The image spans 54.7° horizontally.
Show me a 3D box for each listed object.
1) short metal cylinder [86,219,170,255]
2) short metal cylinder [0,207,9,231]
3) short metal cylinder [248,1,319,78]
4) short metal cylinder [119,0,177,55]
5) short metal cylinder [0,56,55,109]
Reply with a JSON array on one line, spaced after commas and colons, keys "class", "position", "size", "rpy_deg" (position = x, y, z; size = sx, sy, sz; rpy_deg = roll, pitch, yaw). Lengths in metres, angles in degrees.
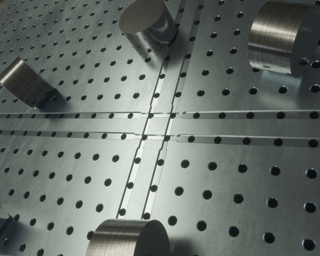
[{"class": "short metal cylinder", "position": [-0.029, 0.132, 0.307], "size": [0.050, 0.080, 0.080], "rpy_deg": [-6, 59, 25]}, {"class": "short metal cylinder", "position": [-0.263, 0.129, 0.432], "size": [0.080, 0.080, 0.050], "rpy_deg": [20, 73, 35]}, {"class": "short metal cylinder", "position": [0.146, -0.103, 0.360], "size": [0.050, 0.080, 0.080], "rpy_deg": [25, 75, 36]}, {"class": "short metal cylinder", "position": [-0.019, -0.167, 0.505], "size": [0.080, 0.050, 0.080], "rpy_deg": [-13, 56, 21]}, {"class": "short metal cylinder", "position": [-0.233, -0.079, 0.544], "size": [0.050, 0.080, 0.080], "rpy_deg": [-47, 51, -5]}]
